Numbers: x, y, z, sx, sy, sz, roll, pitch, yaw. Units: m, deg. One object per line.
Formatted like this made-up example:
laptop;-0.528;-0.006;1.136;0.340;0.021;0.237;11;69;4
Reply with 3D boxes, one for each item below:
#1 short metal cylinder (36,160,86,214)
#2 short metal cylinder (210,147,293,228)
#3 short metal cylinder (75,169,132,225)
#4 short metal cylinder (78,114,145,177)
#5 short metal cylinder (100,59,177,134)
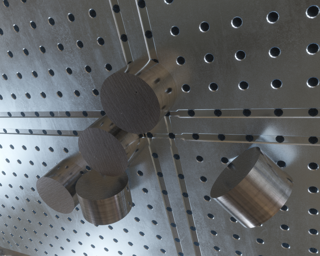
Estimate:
short metal cylinder;-0.169;0.104;0.549;0.080;0.050;0.079;13;124;21
short metal cylinder;0.105;0.068;0.362;0.050;0.080;0.080;43;129;-2
short metal cylinder;-0.087;0.104;0.486;0.080;0.080;0.050;9;122;23
short metal cylinder;-0.069;0.022;0.445;0.080;0.050;0.079;13;124;21
short metal cylinder;-0.026;-0.039;0.384;0.080;0.050;0.079;13;124;21
